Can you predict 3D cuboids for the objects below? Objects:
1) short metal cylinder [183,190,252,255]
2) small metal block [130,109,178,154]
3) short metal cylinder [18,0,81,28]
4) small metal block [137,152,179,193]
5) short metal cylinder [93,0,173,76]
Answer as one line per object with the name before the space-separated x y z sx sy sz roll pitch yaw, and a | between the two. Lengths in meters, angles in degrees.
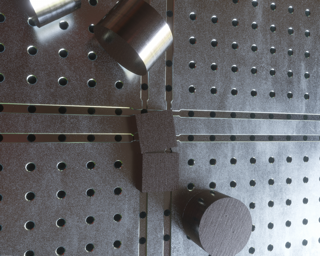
short metal cylinder | 0.078 0.131 0.428 0.081 0.050 0.079 0 90 -20
small metal block | -0.008 0.004 0.410 0.050 0.025 0.050 -10 94 -20
short metal cylinder | -0.130 -0.157 0.335 0.050 0.080 0.080 -34 101 -17
small metal block | -0.003 0.057 0.412 0.050 0.025 0.050 1 90 -20
short metal cylinder | -0.032 -0.109 0.371 0.080 0.080 0.050 42 77 -15
